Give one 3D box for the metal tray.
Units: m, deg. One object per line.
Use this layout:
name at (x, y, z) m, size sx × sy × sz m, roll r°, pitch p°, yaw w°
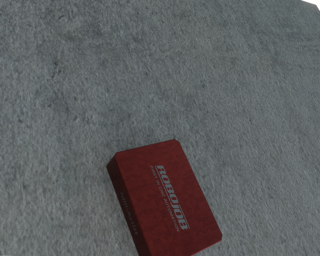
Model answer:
metal tray at (0.004, 0.083, 0.354) m, size 0.091 × 0.030 × 0.130 m, roll -11°, pitch 68°, yaw -33°
